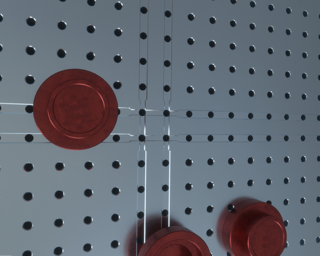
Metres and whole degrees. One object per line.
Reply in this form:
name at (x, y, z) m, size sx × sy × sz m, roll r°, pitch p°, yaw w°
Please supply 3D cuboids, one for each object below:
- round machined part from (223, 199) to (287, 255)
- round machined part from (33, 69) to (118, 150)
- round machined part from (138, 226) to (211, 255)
round machined part at (0.147, 0.159, 0.460) m, size 0.099 × 0.042 × 0.097 m, roll 0°, pitch 90°, yaw -20°
round machined part at (-0.098, -0.022, 0.368) m, size 0.099 × 0.042 × 0.097 m, roll 0°, pitch 90°, yaw -21°
round machined part at (0.015, 0.178, 0.411) m, size 0.099 × 0.042 × 0.097 m, roll 0°, pitch 90°, yaw -21°
